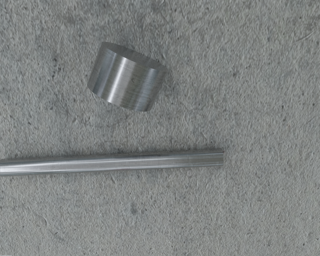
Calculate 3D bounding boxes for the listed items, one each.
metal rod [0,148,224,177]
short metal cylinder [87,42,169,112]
[{"bbox_3d":[-0.066,0.047,0.426,0.302,0.025,0.025,-3,110,0],"label":"metal rod"},{"bbox_3d":[-0.037,-0.060,0.358,0.080,0.080,0.050,22,109,-8],"label":"short metal cylinder"}]
